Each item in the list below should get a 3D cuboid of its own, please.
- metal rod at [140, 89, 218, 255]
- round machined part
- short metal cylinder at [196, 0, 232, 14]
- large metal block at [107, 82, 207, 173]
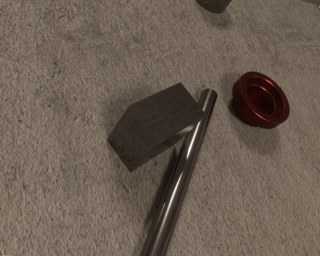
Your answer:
[{"bbox_3d":[0.027,0.056,0.385,0.025,0.025,0.301,31,51,-9],"label":"metal rod"},{"bbox_3d":[0.158,-0.041,0.506,0.099,0.042,0.098,14,56,-21],"label":"round machined part"},{"bbox_3d":[0.111,-0.278,0.620,0.081,0.050,0.080,14,56,-21],"label":"short metal cylinder"},{"bbox_3d":[-0.006,0.000,0.367,0.081,0.080,0.050,-29,78,-38],"label":"large metal block"}]
